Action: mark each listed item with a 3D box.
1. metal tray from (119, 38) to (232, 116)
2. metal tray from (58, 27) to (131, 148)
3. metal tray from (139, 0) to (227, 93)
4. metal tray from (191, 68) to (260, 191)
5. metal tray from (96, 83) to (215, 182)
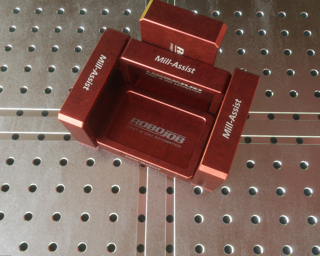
[{"bbox_3d":[0.017,-0.058,0.398,0.130,0.090,0.030,21,72,7],"label":"metal tray"},{"bbox_3d":[-0.074,-0.048,0.394,0.030,0.090,0.130,21,71,7],"label":"metal tray"},{"bbox_3d":[0.025,-0.093,0.389,0.090,0.130,0.030,21,72,7],"label":"metal tray"},{"bbox_3d":[0.078,0.005,0.375,0.030,0.090,0.130,21,71,7],"label":"metal tray"},{"bbox_3d":[-0.005,0.005,0.407,0.130,0.030,0.090,21,71,7],"label":"metal tray"}]
